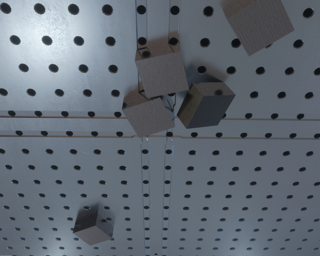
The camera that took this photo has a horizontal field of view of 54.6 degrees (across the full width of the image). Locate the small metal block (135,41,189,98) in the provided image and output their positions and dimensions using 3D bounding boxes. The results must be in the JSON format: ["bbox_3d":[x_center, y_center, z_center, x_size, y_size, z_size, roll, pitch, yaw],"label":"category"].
[{"bbox_3d":[0.003,-0.066,0.355,0.050,0.025,0.050,-10,129,9],"label":"small metal block"}]

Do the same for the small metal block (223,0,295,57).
[{"bbox_3d":[0.101,-0.111,0.318,0.050,0.025,0.050,-29,125,22],"label":"small metal block"}]

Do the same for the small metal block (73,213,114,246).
[{"bbox_3d":[-0.122,0.187,0.570,0.050,0.025,0.050,-23,127,18],"label":"small metal block"}]

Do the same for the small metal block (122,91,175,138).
[{"bbox_3d":[-0.014,-0.019,0.395,0.050,0.025,0.050,-17,128,14],"label":"small metal block"}]

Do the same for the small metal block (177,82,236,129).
[{"bbox_3d":[0.055,-0.028,0.375,0.050,0.025,0.050,-6,137,-33],"label":"small metal block"}]
